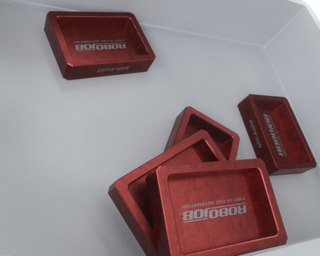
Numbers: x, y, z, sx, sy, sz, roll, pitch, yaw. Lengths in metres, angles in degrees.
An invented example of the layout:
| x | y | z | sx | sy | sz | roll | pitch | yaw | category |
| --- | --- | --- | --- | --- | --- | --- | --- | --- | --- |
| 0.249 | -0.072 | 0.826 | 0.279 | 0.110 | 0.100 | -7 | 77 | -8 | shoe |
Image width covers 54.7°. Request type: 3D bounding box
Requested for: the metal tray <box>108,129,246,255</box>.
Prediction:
| x | y | z | sx | sy | sz | roll | pitch | yaw | category |
| --- | --- | --- | --- | --- | --- | --- | --- | --- | --- |
| 0.023 | 0.068 | 0.335 | 0.131 | 0.030 | 0.090 | -28 | 81 | -32 | metal tray |

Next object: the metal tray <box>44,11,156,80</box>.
| x | y | z | sx | sy | sz | roll | pitch | yaw | category |
| --- | --- | --- | --- | --- | --- | --- | --- | --- | --- |
| -0.081 | -0.118 | 0.431 | 0.131 | 0.030 | 0.090 | -14 | 69 | -34 | metal tray |

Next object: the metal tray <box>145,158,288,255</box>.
| x | y | z | sx | sy | sz | roll | pitch | yaw | category |
| --- | --- | --- | --- | --- | --- | --- | --- | --- | --- |
| 0.057 | 0.081 | 0.309 | 0.131 | 0.030 | 0.090 | -1 | 68 | -25 | metal tray |

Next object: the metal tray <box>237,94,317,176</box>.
| x | y | z | sx | sy | sz | roll | pitch | yaw | category |
| --- | --- | --- | --- | --- | --- | --- | --- | --- | --- |
| 0.187 | 0.009 | 0.500 | 0.091 | 0.030 | 0.130 | 1 | 61 | -28 | metal tray |

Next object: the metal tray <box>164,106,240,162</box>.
| x | y | z | sx | sy | sz | roll | pitch | yaw | category |
| --- | --- | --- | --- | --- | --- | --- | --- | --- | --- |
| 0.051 | 0.043 | 0.404 | 0.090 | 0.030 | 0.130 | 30 | 52 | -10 | metal tray |
